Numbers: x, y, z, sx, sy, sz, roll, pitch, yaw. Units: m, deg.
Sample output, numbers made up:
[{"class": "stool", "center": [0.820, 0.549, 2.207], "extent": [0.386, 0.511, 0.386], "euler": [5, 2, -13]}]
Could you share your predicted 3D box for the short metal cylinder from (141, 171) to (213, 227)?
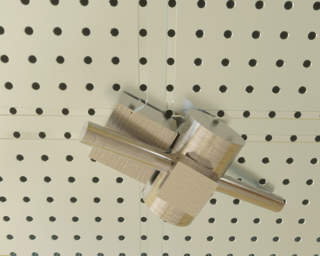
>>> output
[{"class": "short metal cylinder", "center": [0.023, 0.083, 0.411], "extent": [0.080, 0.080, 0.050], "euler": [28, 108, -10]}]

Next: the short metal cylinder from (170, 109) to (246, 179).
[{"class": "short metal cylinder", "center": [0.058, 0.018, 0.388], "extent": [0.080, 0.080, 0.050], "euler": [26, 108, -10]}]

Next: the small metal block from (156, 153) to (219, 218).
[{"class": "small metal block", "center": [0.031, 0.064, 0.349], "extent": [0.050, 0.025, 0.050], "euler": [30, 108, -2]}]

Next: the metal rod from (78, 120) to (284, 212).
[{"class": "metal rod", "center": [0.045, 0.057, 0.389], "extent": [0.302, 0.025, 0.025], "euler": [23, 109, -25]}]

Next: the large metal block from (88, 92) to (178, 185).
[{"class": "large metal block", "center": [-0.033, 0.013, 0.398], "extent": [0.080, 0.050, 0.080], "euler": [28, 108, -10]}]
